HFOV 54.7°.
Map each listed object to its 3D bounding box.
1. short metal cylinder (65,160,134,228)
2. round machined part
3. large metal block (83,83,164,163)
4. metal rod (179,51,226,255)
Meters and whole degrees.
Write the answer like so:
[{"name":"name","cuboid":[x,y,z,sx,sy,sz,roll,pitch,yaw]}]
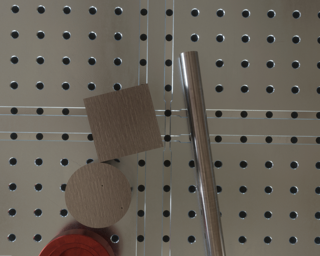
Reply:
[{"name":"short metal cylinder","cuboid":[-0.075,0.081,0.400,0.081,0.050,0.079,0,90,-1]},{"name":"round machined part","cuboid":[-0.106,0.180,0.404,0.099,0.042,0.097,0,90,-1]},{"name":"large metal block","cuboid":[-0.044,-0.006,0.400,0.080,0.050,0.080,-14,90,-1]},{"name":"metal rod","cuboid":[0.059,0.048,0.414,0.025,0.025,0.298,-8,90,0]}]
